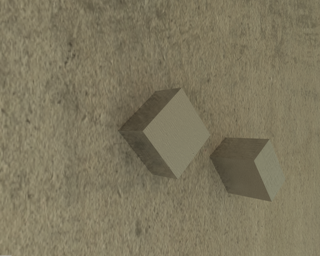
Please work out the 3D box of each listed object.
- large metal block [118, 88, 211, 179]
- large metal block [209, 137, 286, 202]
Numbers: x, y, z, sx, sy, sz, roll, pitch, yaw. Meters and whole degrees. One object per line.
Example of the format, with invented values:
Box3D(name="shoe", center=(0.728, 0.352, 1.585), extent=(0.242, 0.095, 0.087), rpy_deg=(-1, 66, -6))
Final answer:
Box3D(name="large metal block", center=(0.008, 0.006, 0.397), extent=(0.080, 0.050, 0.080), rpy_deg=(-50, 120, -29))
Box3D(name="large metal block", center=(0.138, 0.063, 0.488), extent=(0.050, 0.080, 0.080), rpy_deg=(-44, 117, -31))
